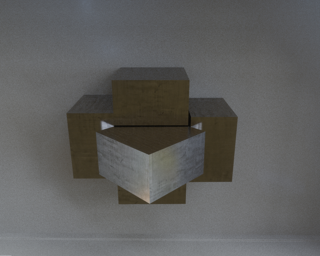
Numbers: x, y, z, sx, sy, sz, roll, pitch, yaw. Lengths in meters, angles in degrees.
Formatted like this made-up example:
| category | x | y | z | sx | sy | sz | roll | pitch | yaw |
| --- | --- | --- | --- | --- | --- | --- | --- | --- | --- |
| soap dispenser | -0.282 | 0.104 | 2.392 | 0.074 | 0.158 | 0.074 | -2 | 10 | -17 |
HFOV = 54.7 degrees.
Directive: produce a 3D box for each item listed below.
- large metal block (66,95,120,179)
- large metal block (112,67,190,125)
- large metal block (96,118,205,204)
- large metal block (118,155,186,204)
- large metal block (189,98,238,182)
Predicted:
| category | x | y | z | sx | sy | sz | roll | pitch | yaw |
| --- | --- | --- | --- | --- | --- | --- | --- | --- | --- |
| large metal block | -0.075 | 0.008 | 0.383 | 0.050 | 0.080 | 0.079 | 0 | 110 | 0 |
| large metal block | -0.010 | -0.040 | 0.366 | 0.081 | 0.080 | 0.050 | 0 | 110 | 0 |
| large metal block | -0.010 | 0.027 | 0.330 | 0.081 | 0.080 | 0.050 | -19 | 117 | -42 |
| large metal block | -0.009 | 0.054 | 0.401 | 0.081 | 0.080 | 0.050 | 0 | 110 | 0 |
| large metal block | 0.058 | 0.012 | 0.383 | 0.050 | 0.080 | 0.079 | 0 | 110 | -1 |
